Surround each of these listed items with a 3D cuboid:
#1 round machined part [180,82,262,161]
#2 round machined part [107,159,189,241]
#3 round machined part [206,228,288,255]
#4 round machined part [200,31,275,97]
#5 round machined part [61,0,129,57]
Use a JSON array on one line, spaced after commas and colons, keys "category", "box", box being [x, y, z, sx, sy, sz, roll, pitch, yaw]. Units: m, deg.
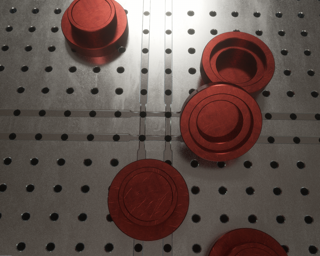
[{"category": "round machined part", "box": [0.074, -0.011, 0.391, 0.099, 0.042, 0.097, 1, 108, 2]}, {"category": "round machined part", "box": [-0.014, 0.084, 0.372, 0.099, 0.042, 0.098, 0, 70, -1]}, {"category": "round machined part", "box": [0.100, 0.163, 0.345, 0.099, 0.042, 0.098, 0, 70, -1]}, {"category": "round machined part", "box": [0.105, -0.082, 0.434, 0.099, 0.042, 0.098, 0, 70, -1]}, {"category": "round machined part", "box": [-0.097, -0.159, 0.460, 0.099, 0.042, 0.098, 0, 70, -1]}]
